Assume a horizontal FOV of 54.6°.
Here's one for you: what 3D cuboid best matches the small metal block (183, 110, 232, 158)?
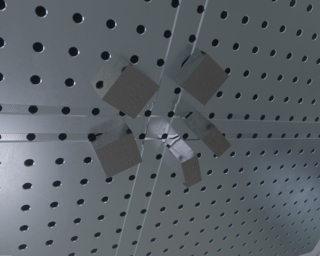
[{"bbox_3d":[0.066,0.008,0.435,0.025,0.050,0.050,-44,129,3],"label":"small metal block"}]

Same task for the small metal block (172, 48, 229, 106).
[{"bbox_3d":[0.053,-0.065,0.399,0.050,0.025,0.050,33,100,-38],"label":"small metal block"}]

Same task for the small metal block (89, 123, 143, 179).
[{"bbox_3d":[-0.055,0.030,0.399,0.050,0.025,0.050,-25,128,-13],"label":"small metal block"}]

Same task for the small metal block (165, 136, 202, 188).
[{"bbox_3d":[0.033,0.048,0.442,0.025,0.050,0.050,-25,127,-13],"label":"small metal block"}]

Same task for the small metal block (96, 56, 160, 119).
[{"bbox_3d":[-0.037,-0.046,0.362,0.050,0.025,0.050,33,100,-38],"label":"small metal block"}]
